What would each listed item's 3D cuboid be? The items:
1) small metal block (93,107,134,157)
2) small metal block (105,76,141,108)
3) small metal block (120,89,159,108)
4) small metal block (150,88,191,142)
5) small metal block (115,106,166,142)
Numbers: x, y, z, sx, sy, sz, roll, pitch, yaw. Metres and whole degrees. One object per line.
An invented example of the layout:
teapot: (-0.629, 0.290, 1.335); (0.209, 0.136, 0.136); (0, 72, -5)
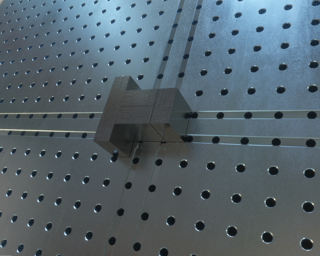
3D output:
small metal block: (-0.058, 0.006, 0.416); (0.025, 0.050, 0.050); (0, 62, 28)
small metal block: (-0.047, -0.038, 0.438); (0.025, 0.050, 0.050); (0, 62, 28)
small metal block: (-0.016, -0.027, 0.415); (0.050, 0.050, 0.025); (0, 62, 28)
small metal block: (0.015, -0.016, 0.392); (0.025, 0.050, 0.050); (0, 62, 28)
small metal block: (-0.022, -0.005, 0.404); (0.050, 0.050, 0.025); (0, 62, 28)
